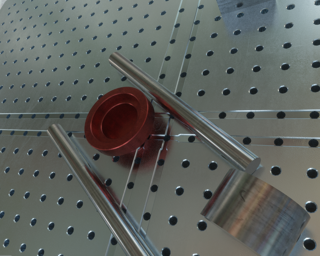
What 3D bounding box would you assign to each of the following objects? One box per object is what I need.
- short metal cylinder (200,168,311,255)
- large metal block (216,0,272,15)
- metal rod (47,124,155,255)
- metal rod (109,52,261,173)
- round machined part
[{"bbox_3d":[0.084,0.080,0.280,0.080,0.080,0.050,28,77,37],"label":"short metal cylinder"},{"bbox_3d":[0.125,-0.228,0.467,0.080,0.050,0.080,-9,58,23],"label":"large metal block"},{"bbox_3d":[-0.081,0.083,0.400,0.025,0.025,0.300,-45,51,-3],"label":"metal rod"},{"bbox_3d":[0.012,-0.037,0.424,0.025,0.025,0.300,-45,51,-3],"label":"metal rod"},{"bbox_3d":[-0.051,-0.005,0.428,0.098,0.042,0.098,-13,56,21],"label":"round machined part"}]
